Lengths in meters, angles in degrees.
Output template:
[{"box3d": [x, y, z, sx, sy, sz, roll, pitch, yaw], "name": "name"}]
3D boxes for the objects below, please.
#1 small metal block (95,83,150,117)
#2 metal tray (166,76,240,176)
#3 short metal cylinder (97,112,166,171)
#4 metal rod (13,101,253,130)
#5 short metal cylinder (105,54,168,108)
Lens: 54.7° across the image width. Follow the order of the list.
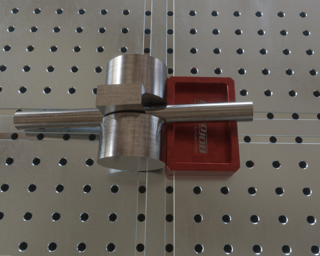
[{"box3d": [-0.041, -0.028, 0.358, 0.050, 0.050, 0.025, -2, 70, 8], "name": "small metal block"}, {"box3d": [0.054, -0.004, 0.411, 0.091, 0.030, 0.130, 1, 70, 0], "name": "metal tray"}, {"box3d": [-0.033, 0.019, 0.375, 0.081, 0.080, 0.050, 1, 70, 0], "name": "short metal cylinder"}, {"box3d": [-0.039, -0.015, 0.392, 0.301, 0.025, 0.025, -2, 70, 8], "name": "metal rod"}, {"box3d": [-0.030, -0.052, 0.399, 0.081, 0.080, 0.050, 1, 70, 0], "name": "short metal cylinder"}]
